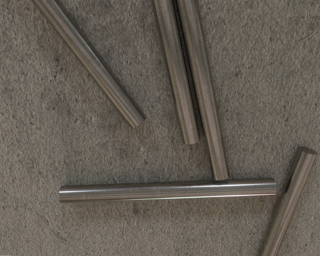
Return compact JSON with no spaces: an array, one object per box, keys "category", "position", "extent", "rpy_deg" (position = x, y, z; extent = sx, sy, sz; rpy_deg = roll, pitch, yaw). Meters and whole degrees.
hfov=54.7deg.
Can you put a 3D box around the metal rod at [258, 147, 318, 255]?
[{"category":"metal rod","position":[0.175,0.168,0.473],"extent":[0.025,0.025,0.298],"rpy_deg":[10,110,-4]}]

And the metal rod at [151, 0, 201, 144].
[{"category":"metal rod","position":[0.009,-0.120,0.365],"extent":[0.025,0.025,0.298],"rpy_deg":[-12,110,4]}]

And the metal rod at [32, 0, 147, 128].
[{"category":"metal rod","position":[-0.113,-0.123,0.363],"extent":[0.025,0.025,0.300],"rpy_deg":[-33,107,11]}]

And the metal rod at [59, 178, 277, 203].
[{"category":"metal rod","position":[0.011,0.089,0.442],"extent":[0.302,0.025,0.025],"rpy_deg":[-2,110,0]}]

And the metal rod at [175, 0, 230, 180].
[{"category":"metal rod","position":[0.051,-0.069,0.384],"extent":[0.025,0.025,0.298],"rpy_deg":[-13,110,4]}]
